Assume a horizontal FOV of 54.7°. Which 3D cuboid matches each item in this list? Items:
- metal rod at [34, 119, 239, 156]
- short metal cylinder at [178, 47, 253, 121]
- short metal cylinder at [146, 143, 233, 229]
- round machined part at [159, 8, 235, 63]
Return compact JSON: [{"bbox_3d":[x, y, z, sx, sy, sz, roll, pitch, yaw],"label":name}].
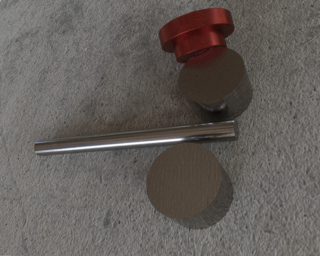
[{"bbox_3d":[-0.049,0.017,0.417,0.301,0.025,0.025,-6,59,24],"label":"metal rod"},{"bbox_3d":[0.069,-0.052,0.383,0.080,0.050,0.080,-13,56,20],"label":"short metal cylinder"},{"bbox_3d":[0.033,0.062,0.332,0.080,0.050,0.080,-13,56,20],"label":"short metal cylinder"},{"bbox_3d":[0.051,-0.117,0.411,0.098,0.098,0.042,-14,88,20],"label":"round machined part"}]
